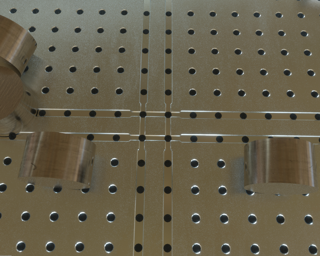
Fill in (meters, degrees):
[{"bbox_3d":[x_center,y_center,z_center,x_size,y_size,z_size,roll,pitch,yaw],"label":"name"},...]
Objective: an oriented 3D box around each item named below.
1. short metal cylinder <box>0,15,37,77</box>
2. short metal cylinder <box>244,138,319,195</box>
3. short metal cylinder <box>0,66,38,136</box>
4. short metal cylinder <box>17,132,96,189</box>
[{"bbox_3d":[-0.217,-0.110,0.420,0.080,0.080,0.050,16,71,5],"label":"short metal cylinder"},{"bbox_3d":[0.141,0.048,0.367,0.080,0.080,0.050,5,70,1],"label":"short metal cylinder"},{"bbox_3d":[-0.211,-0.035,0.408,0.081,0.050,0.080,0,70,0],"label":"short metal cylinder"},{"bbox_3d":[-0.120,0.041,0.366,0.081,0.080,0.050,4,70,1],"label":"short metal cylinder"}]
